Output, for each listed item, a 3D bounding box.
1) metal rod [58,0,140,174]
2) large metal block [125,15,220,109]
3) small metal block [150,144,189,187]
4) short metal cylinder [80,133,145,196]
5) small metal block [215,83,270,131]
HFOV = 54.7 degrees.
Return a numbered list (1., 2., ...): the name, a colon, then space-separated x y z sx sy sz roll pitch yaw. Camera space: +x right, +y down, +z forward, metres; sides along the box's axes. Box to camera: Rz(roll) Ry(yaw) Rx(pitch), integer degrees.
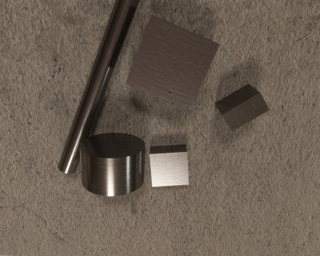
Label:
1. metal rod: -0.070 -0.073 0.381 0.025 0.025 0.298 22 108 -8
2. large metal block: 0.013 -0.079 0.367 0.080 0.050 0.079 21 109 -8
3. small metal block: 0.013 0.052 0.429 0.050 0.025 0.050 -4 110 1
4. short metal cylinder: -0.060 0.044 0.396 0.081 0.080 0.050 2 110 -1
5. small metal block: 0.101 -0.027 0.388 0.050 0.050 0.025 -31 108 10
